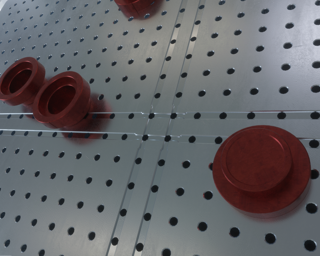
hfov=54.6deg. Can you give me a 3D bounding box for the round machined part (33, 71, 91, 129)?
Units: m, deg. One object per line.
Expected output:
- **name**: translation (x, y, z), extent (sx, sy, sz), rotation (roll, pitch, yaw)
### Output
- **round machined part**: translation (-0.154, -0.041, 0.505), extent (0.098, 0.042, 0.098), rotation (-13, 56, 21)

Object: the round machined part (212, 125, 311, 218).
- **round machined part**: translation (0.102, 0.039, 0.320), extent (0.098, 0.042, 0.098), rotation (-13, 56, 21)

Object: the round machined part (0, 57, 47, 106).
- **round machined part**: translation (-0.254, -0.082, 0.583), extent (0.098, 0.042, 0.098), rotation (-13, 56, 21)

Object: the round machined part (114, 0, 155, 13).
- **round machined part**: translation (-0.047, -0.271, 0.590), extent (0.098, 0.042, 0.098), rotation (-13, 56, 21)
